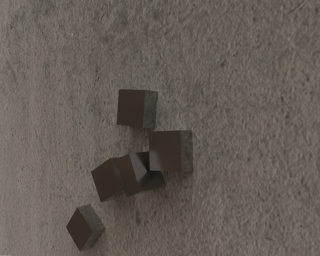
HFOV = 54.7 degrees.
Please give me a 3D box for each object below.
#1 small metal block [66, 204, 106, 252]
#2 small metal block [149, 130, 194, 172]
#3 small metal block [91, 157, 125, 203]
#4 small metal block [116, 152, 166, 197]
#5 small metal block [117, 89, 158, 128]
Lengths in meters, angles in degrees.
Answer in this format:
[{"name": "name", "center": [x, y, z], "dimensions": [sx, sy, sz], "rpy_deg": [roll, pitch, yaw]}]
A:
[{"name": "small metal block", "center": [-0.121, 0.161, 0.502], "dimensions": [0.050, 0.025, 0.050], "rpy_deg": [47, 117, 29]}, {"name": "small metal block", "center": [0.014, 0.029, 0.392], "dimensions": [0.050, 0.025, 0.050], "rpy_deg": [-3, 88, 39]}, {"name": "small metal block", "center": [-0.071, 0.077, 0.462], "dimensions": [0.050, 0.025, 0.050], "rpy_deg": [-35, 69, 34]}, {"name": "small metal block", "center": [-0.024, 0.059, 0.407], "dimensions": [0.025, 0.050, 0.050], "rpy_deg": [-29, 72, 36]}, {"name": "small metal block", "center": [-0.032, -0.027, 0.429], "dimensions": [0.050, 0.025, 0.050], "rpy_deg": [7, 94, 39]}]
